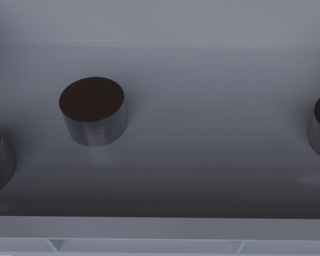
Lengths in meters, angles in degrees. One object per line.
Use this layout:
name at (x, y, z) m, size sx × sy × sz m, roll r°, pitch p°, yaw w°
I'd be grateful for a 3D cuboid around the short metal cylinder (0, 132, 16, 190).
short metal cylinder at (-0.216, 0.036, 0.356) m, size 0.081 × 0.050 × 0.080 m, roll 0°, pitch 50°, yaw 0°

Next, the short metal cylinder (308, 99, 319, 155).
short metal cylinder at (0.231, -0.002, 0.383) m, size 0.080 × 0.050 × 0.080 m, roll -7°, pitch 49°, yaw 9°

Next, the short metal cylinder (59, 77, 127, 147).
short metal cylinder at (-0.085, -0.022, 0.406) m, size 0.081 × 0.050 × 0.080 m, roll 0°, pitch 50°, yaw 0°
